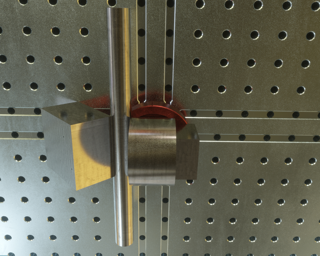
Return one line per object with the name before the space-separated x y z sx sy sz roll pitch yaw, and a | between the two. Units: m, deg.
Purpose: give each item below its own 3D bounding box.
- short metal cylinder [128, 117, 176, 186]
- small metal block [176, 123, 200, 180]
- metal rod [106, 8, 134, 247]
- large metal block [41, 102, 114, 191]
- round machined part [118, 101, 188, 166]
short metal cylinder | -0.009 0.027 0.362 0.050 0.080 0.079 1 110 -1
small metal block | 0.030 0.027 0.365 0.025 0.050 0.050 1 110 -1
metal rod | -0.046 0.015 0.374 0.025 0.025 0.298 1 110 -1
large metal block | -0.102 0.018 0.383 0.050 0.080 0.079 -16 116 -39
round machined part | -0.008 0.011 0.407 0.099 0.042 0.097 0 110 -1
